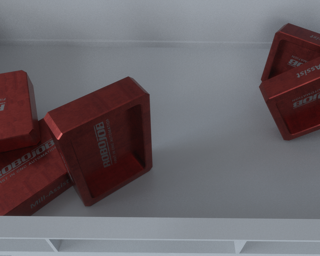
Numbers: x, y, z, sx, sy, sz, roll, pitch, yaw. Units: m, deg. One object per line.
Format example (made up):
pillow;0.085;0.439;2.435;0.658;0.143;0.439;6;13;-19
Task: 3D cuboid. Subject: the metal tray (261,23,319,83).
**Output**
metal tray;0.216;-0.079;0.429;0.130;0.089;0.030;31;54;25

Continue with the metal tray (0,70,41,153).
metal tray;-0.214;-0.012;0.357;0.131;0.030;0.090;-13;65;-11

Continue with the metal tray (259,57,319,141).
metal tray;0.195;-0.041;0.364;0.130;0.090;0.030;-24;44;20

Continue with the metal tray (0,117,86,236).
metal tray;-0.152;0.047;0.360;0.131;0.030;0.090;-36;59;-27

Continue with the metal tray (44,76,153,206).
metal tray;-0.054;0.019;0.320;0.091;0.129;0.030;-29;55;-22
